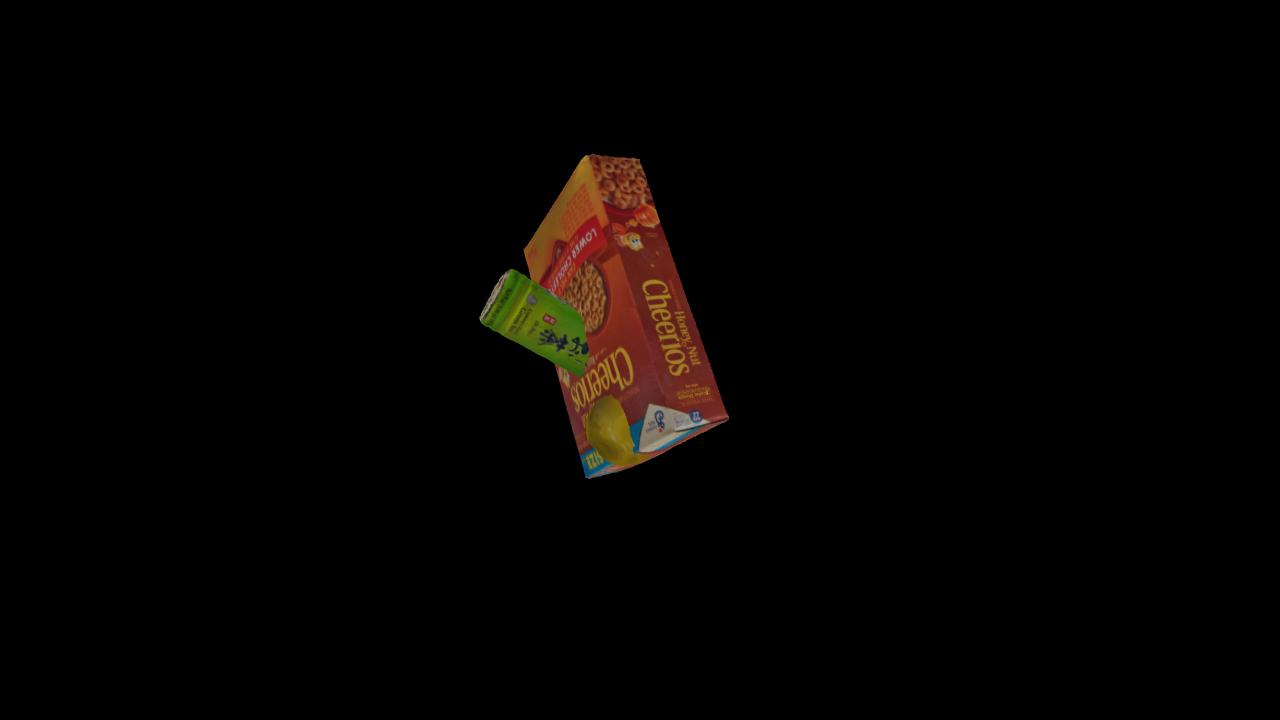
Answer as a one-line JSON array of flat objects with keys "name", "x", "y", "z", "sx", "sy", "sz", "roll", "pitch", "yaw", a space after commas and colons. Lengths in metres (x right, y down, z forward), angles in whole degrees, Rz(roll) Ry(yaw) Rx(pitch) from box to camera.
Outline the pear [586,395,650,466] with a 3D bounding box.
[{"name": "pear", "x": -0.006, "y": 0.057, "z": 0.660, "sx": 0.080, "sy": 0.080, "sz": 0.111, "roll": 0, "pitch": 40, "yaw": 40}]

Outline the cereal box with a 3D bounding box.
[{"name": "cereal box", "x": -0.032, "y": -0.039, "z": 0.687, "sx": 0.081, "sy": 0.306, "sz": 0.203, "roll": -7, "pitch": -17, "yaw": -33}]

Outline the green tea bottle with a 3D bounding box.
[{"name": "green tea bottle", "x": -0.069, "y": -0.021, "z": 0.685, "sx": 0.212, "sy": 0.073, "sz": 0.073, "roll": 28, "pitch": -9, "yaw": -17}]
